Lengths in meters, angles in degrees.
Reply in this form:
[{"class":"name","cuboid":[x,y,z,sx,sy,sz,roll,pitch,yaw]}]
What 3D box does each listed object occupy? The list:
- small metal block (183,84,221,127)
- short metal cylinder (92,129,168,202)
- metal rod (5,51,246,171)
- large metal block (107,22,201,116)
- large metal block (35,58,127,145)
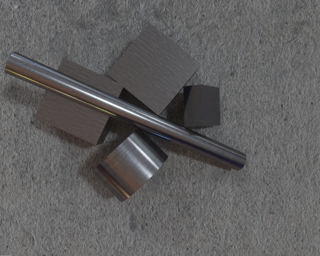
[{"class":"small metal block","cuboid":[0.054,-0.028,0.397,0.025,0.050,0.050,-2,90,36]},{"class":"short metal cylinder","cuboid":[-0.036,0.045,0.383,0.080,0.080,0.050,-44,90,0]},{"class":"metal rod","cuboid":[-0.026,-0.012,0.370,0.302,0.025,0.025,23,90,-17]},{"class":"large metal block","cuboid":[-0.007,-0.071,0.396,0.080,0.050,0.080,39,90,0]},{"class":"large metal block","cuboid":[-0.097,-0.032,0.398,0.080,0.050,0.080,25,90,0]}]
